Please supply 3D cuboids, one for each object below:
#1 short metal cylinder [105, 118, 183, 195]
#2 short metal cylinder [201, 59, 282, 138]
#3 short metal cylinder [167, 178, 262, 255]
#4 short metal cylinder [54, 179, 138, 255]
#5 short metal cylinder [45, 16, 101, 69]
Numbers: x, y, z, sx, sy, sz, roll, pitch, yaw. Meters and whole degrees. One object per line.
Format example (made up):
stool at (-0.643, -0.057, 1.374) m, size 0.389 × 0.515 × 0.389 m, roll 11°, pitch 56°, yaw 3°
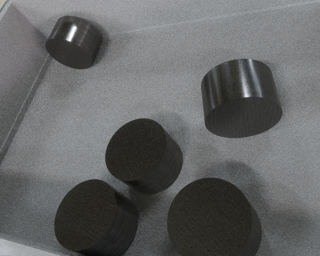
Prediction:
short metal cylinder at (-0.019, 0.035, 0.378) m, size 0.080 × 0.050 × 0.080 m, roll -13°, pitch 56°, yaw 21°
short metal cylinder at (0.088, -0.030, 0.343) m, size 0.080 × 0.080 × 0.050 m, roll -14°, pitch 56°, yaw 20°
short metal cylinder at (0.054, 0.095, 0.303) m, size 0.080 × 0.050 × 0.080 m, roll -13°, pitch 56°, yaw 21°
short metal cylinder at (-0.073, 0.106, 0.360) m, size 0.080 × 0.050 × 0.080 m, roll -14°, pitch 52°, yaw 19°
short metal cylinder at (-0.150, -0.147, 0.540) m, size 0.080 × 0.080 × 0.050 m, roll 1°, pitch 62°, yaw 28°
